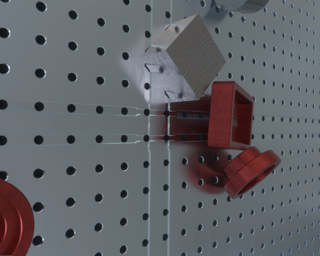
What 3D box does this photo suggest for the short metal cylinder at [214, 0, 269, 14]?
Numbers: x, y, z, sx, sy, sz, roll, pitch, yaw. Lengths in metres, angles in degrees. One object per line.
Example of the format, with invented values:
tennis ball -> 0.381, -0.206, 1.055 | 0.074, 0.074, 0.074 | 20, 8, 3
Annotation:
short metal cylinder -> 0.128, -0.222, 0.480 | 0.050, 0.080, 0.079 | -9, 96, -40

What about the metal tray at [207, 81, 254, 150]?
metal tray -> 0.111, -0.013, 0.469 | 0.131, 0.030, 0.089 | 13, 82, -61

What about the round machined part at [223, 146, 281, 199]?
round machined part -> 0.140, 0.066, 0.493 | 0.099, 0.097, 0.042 | -16, 57, -39

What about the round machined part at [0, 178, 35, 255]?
round machined part -> -0.163, 0.087, 0.261 | 0.099, 0.042, 0.097 | 0, 90, -40

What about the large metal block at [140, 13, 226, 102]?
large metal block -> 0.034, -0.093, 0.421 | 0.080, 0.050, 0.080 | 52, 60, -27
